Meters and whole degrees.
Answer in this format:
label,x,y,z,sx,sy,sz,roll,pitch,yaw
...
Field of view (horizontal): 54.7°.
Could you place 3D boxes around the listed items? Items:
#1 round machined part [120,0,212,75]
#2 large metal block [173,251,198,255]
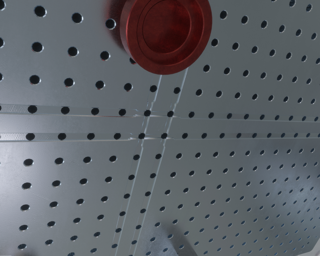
label,x,y,z,sx,sy,sz,roll,pitch,yaw
round machined part,0.003,-0.110,0.334,0.099,0.042,0.097,-14,124,-21
large metal block,0.048,0.293,0.583,0.050,0.080,0.080,17,110,-35
